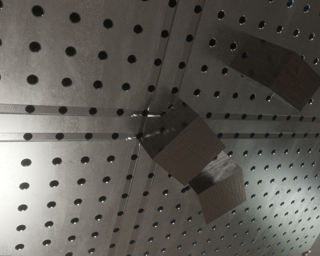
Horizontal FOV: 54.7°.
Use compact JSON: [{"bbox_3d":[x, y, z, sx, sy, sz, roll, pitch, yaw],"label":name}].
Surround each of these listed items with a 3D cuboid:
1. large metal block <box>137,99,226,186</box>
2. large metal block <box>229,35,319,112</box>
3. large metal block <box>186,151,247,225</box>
[{"bbox_3d":[0.031,0.021,0.427,0.080,0.050,0.080,-44,130,2],"label":"large metal block"},{"bbox_3d":[0.156,-0.074,0.417,0.080,0.080,0.050,24,105,-37],"label":"large metal block"},{"bbox_3d":[0.090,0.098,0.508,0.080,0.050,0.080,-28,128,-11],"label":"large metal block"}]
